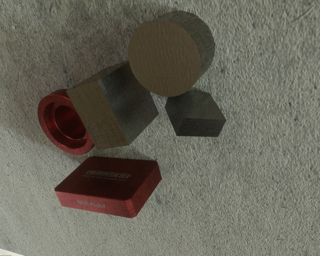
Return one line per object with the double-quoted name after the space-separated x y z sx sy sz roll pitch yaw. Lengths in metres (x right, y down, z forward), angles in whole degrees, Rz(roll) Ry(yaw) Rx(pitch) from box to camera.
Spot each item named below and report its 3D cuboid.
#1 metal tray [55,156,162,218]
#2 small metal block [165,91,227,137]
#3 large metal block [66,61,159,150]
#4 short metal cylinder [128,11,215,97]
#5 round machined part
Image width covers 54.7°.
-0.075 0.081 0.454 0.130 0.090 0.030 1 119 27 "metal tray"
0.038 -0.016 0.347 0.050 0.050 0.025 2 130 -21 "small metal block"
-0.054 -0.030 0.381 0.050 0.080 0.080 -11 113 33 "large metal block"
0.013 -0.080 0.334 0.080 0.050 0.079 13 124 21 "short metal cylinder"
-0.126 -0.012 0.455 0.098 0.042 0.097 13 124 21 "round machined part"
